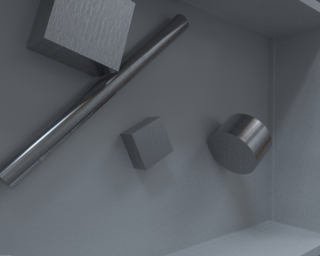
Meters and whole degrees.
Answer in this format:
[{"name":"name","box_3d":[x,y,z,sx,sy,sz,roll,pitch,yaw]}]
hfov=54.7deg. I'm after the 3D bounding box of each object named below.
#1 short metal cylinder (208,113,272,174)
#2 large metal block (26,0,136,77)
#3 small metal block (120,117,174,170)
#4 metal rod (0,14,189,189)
[{"name":"short metal cylinder","box_3d":[0.122,0.025,0.476,0.050,0.080,0.080,-42,116,-32]},{"name":"large metal block","box_3d":[-0.081,-0.108,0.324,0.080,0.050,0.080,20,78,-39]},{"name":"small metal block","box_3d":[-0.016,0.019,0.395,0.050,0.025,0.050,-33,111,-35]},{"name":"metal rod","box_3d":[-0.058,-0.050,0.359,0.301,0.025,0.025,-48,119,-29]}]
